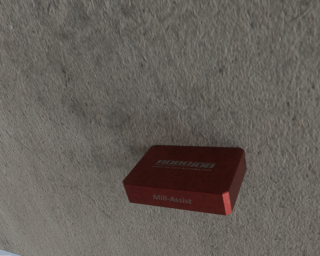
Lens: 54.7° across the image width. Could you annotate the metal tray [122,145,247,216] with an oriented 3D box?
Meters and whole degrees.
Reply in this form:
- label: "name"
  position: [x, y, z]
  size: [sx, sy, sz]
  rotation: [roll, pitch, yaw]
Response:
- label: "metal tray"
  position: [0.032, 0.058, 0.382]
  size: [0.130, 0.090, 0.030]
  rotation: [0, 118, 27]
